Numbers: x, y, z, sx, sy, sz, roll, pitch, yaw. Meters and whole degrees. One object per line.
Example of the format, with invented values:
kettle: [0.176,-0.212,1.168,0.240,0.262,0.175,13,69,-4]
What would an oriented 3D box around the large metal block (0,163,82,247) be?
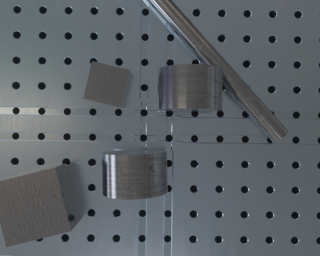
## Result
large metal block: [-0.157,0.096,0.400,0.080,0.050,0.080,-14,90,0]

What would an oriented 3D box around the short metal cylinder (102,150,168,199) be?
short metal cylinder: [-0.031,0.055,0.386,0.081,0.080,0.050,-1,90,0]

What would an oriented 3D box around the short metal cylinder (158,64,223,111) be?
short metal cylinder: [0.037,-0.047,0.386,0.081,0.080,0.050,1,90,0]

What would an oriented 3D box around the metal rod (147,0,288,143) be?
metal rod: [0.062,-0.101,0.413,0.025,0.025,0.300,-42,90,0]

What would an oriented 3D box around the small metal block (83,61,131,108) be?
small metal block: [-0.069,-0.057,0.413,0.050,0.025,0.050,13,90,0]
